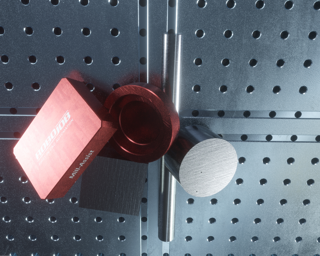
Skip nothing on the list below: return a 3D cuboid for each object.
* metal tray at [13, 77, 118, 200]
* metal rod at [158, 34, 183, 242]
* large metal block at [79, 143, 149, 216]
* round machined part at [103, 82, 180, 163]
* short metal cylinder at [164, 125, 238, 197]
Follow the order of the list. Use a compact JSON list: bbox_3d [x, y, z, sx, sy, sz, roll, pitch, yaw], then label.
[{"bbox_3d":[-0.122,0.014,0.388,0.130,0.030,0.090,-50,65,15],"label":"metal tray"},{"bbox_3d":[0.013,0.027,0.424,0.025,0.025,0.298,1,110,-1],"label":"metal rod"},{"bbox_3d":[-0.061,0.067,0.424,0.081,0.050,0.079,10,110,-4],"label":"large metal block"},{"bbox_3d":[-0.021,-0.009,0.387,0.098,0.042,0.097,9,111,24],"label":"round machined part"},{"bbox_3d":[0.052,0.042,0.402,0.081,0.050,0.079,-7,112,-19],"label":"short metal cylinder"}]
